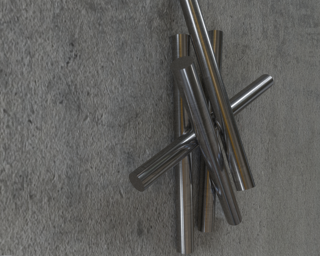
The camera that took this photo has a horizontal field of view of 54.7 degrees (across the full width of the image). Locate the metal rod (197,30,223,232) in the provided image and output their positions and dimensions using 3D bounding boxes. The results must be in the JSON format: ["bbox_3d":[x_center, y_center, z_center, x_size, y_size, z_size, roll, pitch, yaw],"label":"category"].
[{"bbox_3d":[0.076,0.003,0.468,0.025,0.025,0.298,5,87,-40],"label":"metal rod"}]

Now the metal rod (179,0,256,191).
[{"bbox_3d":[0.071,-0.065,0.415,0.025,0.025,0.299,-10,82,-40],"label":"metal rod"}]

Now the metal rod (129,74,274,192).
[{"bbox_3d":[0.076,-0.009,0.434,0.302,0.025,0.025,-34,112,-35],"label":"metal rod"}]

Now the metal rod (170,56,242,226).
[{"bbox_3d":[0.071,0.040,0.407,0.025,0.025,0.299,-50,135,-28],"label":"metal rod"}]

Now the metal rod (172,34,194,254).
[{"bbox_3d":[0.032,0.022,0.431,0.025,0.025,0.298,-2,92,-40],"label":"metal rod"}]
